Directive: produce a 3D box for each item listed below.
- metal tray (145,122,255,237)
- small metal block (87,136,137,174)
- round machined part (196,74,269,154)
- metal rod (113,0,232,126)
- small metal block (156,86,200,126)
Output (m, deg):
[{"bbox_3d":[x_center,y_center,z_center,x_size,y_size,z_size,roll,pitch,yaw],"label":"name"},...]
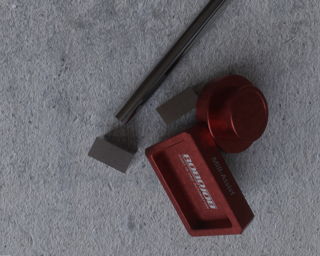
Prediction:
[{"bbox_3d":[0.044,0.067,0.379,0.030,0.090,0.130,-29,91,-41],"label":"metal tray"},{"bbox_3d":[-0.059,0.032,0.397,0.050,0.050,0.025,27,90,-1],"label":"small metal block"},{"bbox_3d":[0.095,-0.017,0.379,0.099,0.042,0.097,-1,92,-35],"label":"round machined part"},{"bbox_3d":[0.043,-0.125,0.410,0.025,0.025,0.300,40,90,-1],"label":"metal rod"},{"bbox_3d":[0.023,-0.027,0.398,0.050,0.050,0.025,-34,90,0],"label":"small metal block"}]
